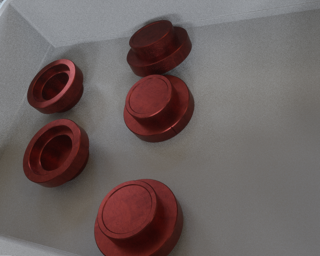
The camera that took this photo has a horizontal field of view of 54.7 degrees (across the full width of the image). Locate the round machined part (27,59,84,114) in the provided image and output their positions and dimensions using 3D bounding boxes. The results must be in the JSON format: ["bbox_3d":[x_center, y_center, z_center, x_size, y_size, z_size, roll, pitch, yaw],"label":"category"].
[{"bbox_3d":[-0.169,-0.065,0.521,0.098,0.042,0.098,-13,56,20],"label":"round machined part"}]

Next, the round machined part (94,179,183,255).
[{"bbox_3d":[-0.028,0.096,0.336,0.098,0.042,0.098,-14,44,14],"label":"round machined part"}]

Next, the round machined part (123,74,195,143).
[{"bbox_3d":[-0.007,-0.033,0.417,0.098,0.042,0.098,-13,56,20],"label":"round machined part"}]

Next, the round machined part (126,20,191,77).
[{"bbox_3d":[-0.006,-0.123,0.458,0.098,0.042,0.098,-17,41,16],"label":"round machined part"}]

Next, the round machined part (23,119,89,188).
[{"bbox_3d":[-0.142,0.039,0.443,0.098,0.042,0.098,-13,56,20],"label":"round machined part"}]
